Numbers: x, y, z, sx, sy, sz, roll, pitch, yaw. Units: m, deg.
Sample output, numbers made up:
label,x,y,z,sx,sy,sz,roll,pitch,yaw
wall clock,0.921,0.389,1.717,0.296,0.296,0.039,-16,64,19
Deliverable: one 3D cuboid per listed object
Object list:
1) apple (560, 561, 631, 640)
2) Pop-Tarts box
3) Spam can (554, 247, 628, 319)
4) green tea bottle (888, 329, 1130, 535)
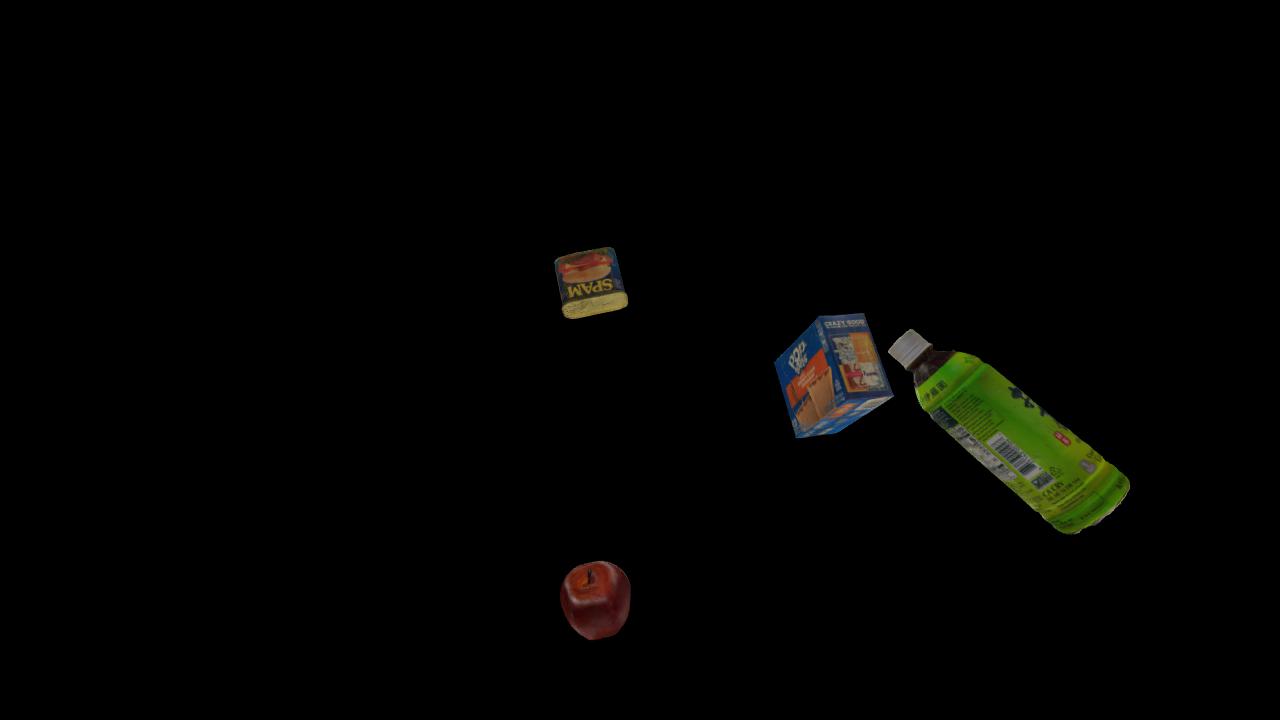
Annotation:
label,x,y,z,sx,sy,sz,roll,pitch,yaw
apple,-0.047,0.264,0.677,0.079,0.093,0.079,-7,34,5
Pop-Tarts box,0.297,0.028,0.969,0.083,0.141,0.167,-3,-24,-16
Spam can,-0.076,-0.119,0.948,0.101,0.085,0.058,-12,-21,-4
green tea bottle,0.313,0.053,0.546,0.212,0.073,0.073,46,17,18
